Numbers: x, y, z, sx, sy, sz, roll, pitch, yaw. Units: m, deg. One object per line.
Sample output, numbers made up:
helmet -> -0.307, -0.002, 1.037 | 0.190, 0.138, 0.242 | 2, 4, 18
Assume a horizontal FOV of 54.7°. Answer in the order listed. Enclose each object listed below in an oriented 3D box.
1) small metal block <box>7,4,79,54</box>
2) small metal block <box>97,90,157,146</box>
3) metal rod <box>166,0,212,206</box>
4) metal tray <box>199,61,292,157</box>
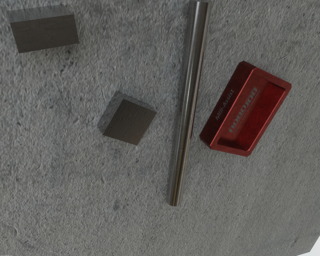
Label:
small metal block -> -0.105, -0.091, 0.278 | 0.050, 0.050, 0.025 | -16, 125, -20
small metal block -> -0.040, -0.011, 0.379 | 0.050, 0.025, 0.050 | 21, 107, -36
metal rod -> 0.034, -0.013, 0.418 | 0.025, 0.025, 0.298 | -9, 123, -24
metal tray -> 0.127, -0.024, 0.460 | 0.091, 0.030, 0.129 | 14, 111, -34
